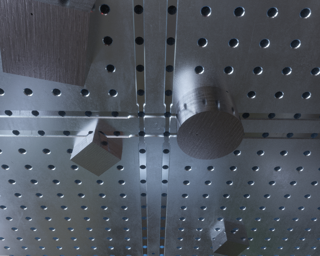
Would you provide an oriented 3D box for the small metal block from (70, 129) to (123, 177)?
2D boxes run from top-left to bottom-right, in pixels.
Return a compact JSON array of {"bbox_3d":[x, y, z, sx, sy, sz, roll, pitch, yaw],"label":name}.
[{"bbox_3d":[-0.090,0.037,0.442,0.050,0.025,0.050,-37,122,27],"label":"small metal block"}]

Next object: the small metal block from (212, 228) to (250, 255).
[{"bbox_3d":[0.138,0.226,0.606,0.050,0.025,0.050,19,128,-16],"label":"small metal block"}]

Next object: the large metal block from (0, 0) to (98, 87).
[{"bbox_3d":[-0.110,-0.095,0.312,0.081,0.050,0.079,10,130,-9],"label":"large metal block"}]

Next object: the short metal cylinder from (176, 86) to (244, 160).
[{"bbox_3d":[0.060,-0.006,0.392,0.081,0.050,0.079,0,130,0],"label":"short metal cylinder"}]
